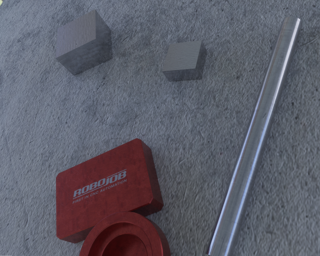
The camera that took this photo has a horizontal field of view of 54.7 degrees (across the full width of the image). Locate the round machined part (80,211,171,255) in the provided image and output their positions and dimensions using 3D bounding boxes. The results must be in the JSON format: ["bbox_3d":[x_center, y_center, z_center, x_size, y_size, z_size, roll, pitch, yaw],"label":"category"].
[{"bbox_3d":[-0.033,0.141,0.324,0.098,0.042,0.098,-13,57,21],"label":"round machined part"}]

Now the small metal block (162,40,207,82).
[{"bbox_3d":[0.036,-0.096,0.444,0.050,0.025,0.050,1,62,28],"label":"small metal block"}]

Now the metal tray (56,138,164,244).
[{"bbox_3d":[-0.068,0.078,0.388,0.130,0.030,0.090,-24,53,13],"label":"metal tray"}]

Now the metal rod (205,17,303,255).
[{"bbox_3d":[0.112,-0.004,0.347,0.025,0.025,0.300,11,67,32],"label":"metal rod"}]

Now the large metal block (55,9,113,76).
[{"bbox_3d":[-0.134,-0.151,0.551,0.080,0.050,0.080,-20,54,16],"label":"large metal block"}]
